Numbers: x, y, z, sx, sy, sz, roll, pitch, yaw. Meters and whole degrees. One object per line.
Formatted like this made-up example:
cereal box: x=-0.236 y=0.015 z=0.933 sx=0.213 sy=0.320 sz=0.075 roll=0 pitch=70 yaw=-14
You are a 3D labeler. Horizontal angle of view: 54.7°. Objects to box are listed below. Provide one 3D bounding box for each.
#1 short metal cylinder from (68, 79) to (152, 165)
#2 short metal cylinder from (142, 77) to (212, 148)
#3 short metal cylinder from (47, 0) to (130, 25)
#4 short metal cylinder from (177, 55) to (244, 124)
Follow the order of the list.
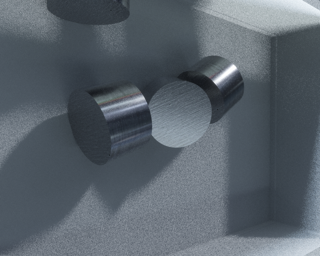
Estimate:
short metal cylinder: x=-0.054 y=-0.007 z=0.326 sx=0.050 sy=0.080 sz=0.080 roll=-22 pitch=104 yaw=-38
short metal cylinder: x=0.017 y=-0.021 z=0.384 sx=0.081 sy=0.050 sz=0.079 roll=-4 pitch=106 yaw=-15
short metal cylinder: x=-0.071 y=-0.142 z=0.311 sx=0.081 sy=0.080 sz=0.050 roll=1 pitch=90 yaw=-40
short metal cylinder: x=0.067 y=-0.052 z=0.426 sx=0.050 sy=0.080 sz=0.080 roll=-40 pitch=114 yaw=-34
